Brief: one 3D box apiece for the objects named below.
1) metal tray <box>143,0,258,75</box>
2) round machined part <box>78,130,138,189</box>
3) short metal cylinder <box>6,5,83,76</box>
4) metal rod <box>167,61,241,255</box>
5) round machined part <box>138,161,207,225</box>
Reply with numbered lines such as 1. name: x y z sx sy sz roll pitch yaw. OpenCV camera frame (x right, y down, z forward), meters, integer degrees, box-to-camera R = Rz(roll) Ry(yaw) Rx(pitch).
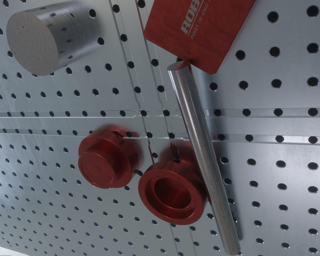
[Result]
1. metal tray: 0.046 -0.129 0.304 0.090 0.030 0.129 31 128 8
2. round machined part: -0.087 0.055 0.480 0.098 0.042 0.097 13 124 21
3. short metal cylinder: -0.148 -0.114 0.403 0.080 0.050 0.079 13 124 21
4. metal rod: 0.064 0.058 0.394 0.025 0.025 0.299 -2 123 29
5. round machined part: 0.022 0.087 0.443 0.098 0.042 0.097 13 124 21
